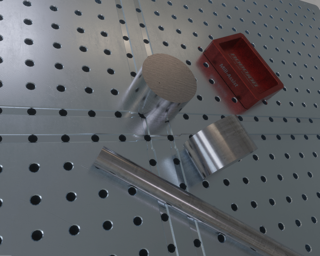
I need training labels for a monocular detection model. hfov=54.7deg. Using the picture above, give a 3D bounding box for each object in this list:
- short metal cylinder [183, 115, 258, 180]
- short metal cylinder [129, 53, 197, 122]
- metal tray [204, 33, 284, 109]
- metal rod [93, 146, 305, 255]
[{"bbox_3d":[0.077,0.025,0.399,0.081,0.080,0.050,-19,72,-35],"label":"short metal cylinder"},{"bbox_3d":[0.003,-0.055,0.428,0.081,0.050,0.080,14,56,-21],"label":"short metal cylinder"},{"bbox_3d":[0.149,-0.104,0.548,0.091,0.030,0.130,-25,75,-37],"label":"metal tray"},{"bbox_3d":[0.059,0.105,0.375,0.301,0.025,0.025,30,52,-9],"label":"metal rod"}]
